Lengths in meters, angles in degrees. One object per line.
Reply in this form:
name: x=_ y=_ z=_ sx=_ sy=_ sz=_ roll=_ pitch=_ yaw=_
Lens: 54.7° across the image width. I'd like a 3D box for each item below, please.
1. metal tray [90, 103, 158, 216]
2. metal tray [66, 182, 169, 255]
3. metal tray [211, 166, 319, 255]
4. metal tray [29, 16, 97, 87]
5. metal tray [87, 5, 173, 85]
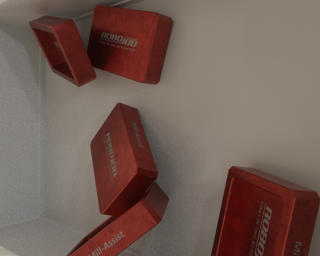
metal tray: x=-0.054 y=0.039 z=0.415 sx=0.090 sy=0.030 sz=0.130 roll=-51 pitch=38 yaw=27
metal tray: x=-0.052 y=0.124 z=0.373 sx=0.130 sy=0.090 sz=0.030 roll=-39 pitch=87 yaw=7
metal tray: x=0.092 y=0.110 z=0.295 sx=0.090 sy=0.030 sz=0.129 roll=-162 pitch=82 yaw=-66
metal tray: x=-0.152 y=-0.121 z=0.477 sx=0.130 sy=0.030 sz=0.090 roll=29 pitch=144 yaw=49
metal tray: x=-0.049 y=-0.120 z=0.440 sx=0.130 sy=0.030 sz=0.089 roll=23 pitch=106 yaw=37
